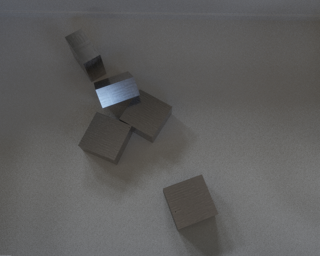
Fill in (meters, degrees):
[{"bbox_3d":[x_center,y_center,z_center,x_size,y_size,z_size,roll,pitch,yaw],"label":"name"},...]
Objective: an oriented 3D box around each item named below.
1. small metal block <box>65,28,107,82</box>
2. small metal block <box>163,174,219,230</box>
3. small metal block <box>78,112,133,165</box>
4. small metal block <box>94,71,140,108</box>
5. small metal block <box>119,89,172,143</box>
[{"bbox_3d":[-0.103,-0.100,0.432,0.025,0.050,0.050,-33,74,-11],"label":"small metal block"},{"bbox_3d":[0.036,0.090,0.377,0.050,0.025,0.050,-19,71,-7],"label":"small metal block"},{"bbox_3d":[-0.069,0.014,0.404,0.050,0.025,0.050,22,72,8],"label":"small metal block"},{"bbox_3d":[-0.059,-0.052,0.413,0.050,0.050,0.025,-20,112,-7],"label":"small metal block"},{"bbox_3d":[-0.018,-0.016,0.415,0.050,0.025,0.050,29,72,10],"label":"small metal block"}]
